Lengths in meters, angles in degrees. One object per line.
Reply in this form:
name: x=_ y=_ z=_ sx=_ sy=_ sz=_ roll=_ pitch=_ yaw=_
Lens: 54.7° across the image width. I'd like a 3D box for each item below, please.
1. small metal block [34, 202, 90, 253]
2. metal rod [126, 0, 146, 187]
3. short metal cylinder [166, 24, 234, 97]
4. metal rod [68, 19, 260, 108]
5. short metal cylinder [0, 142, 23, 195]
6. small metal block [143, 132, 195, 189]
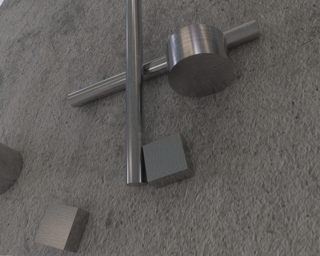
small metal block: x=-0.123 y=0.125 z=0.392 sx=0.050 sy=0.025 sz=0.050 roll=1 pitch=62 yaw=28
metal rod: x=-0.036 y=-0.068 z=0.436 sx=0.025 sy=0.025 sz=0.299 roll=-12 pitch=65 yaw=21
short metal cylinder: x=0.049 y=-0.083 z=0.394 sx=0.080 sy=0.080 sz=0.050 roll=-17 pitch=55 yaw=19
metal rod: x=-0.006 y=-0.090 z=0.461 sx=0.301 sy=0.025 sz=0.025 roll=-18 pitch=55 yaw=17
short metal cylinder: x=-0.268 y=0.062 z=0.491 sx=0.080 sy=0.050 sz=0.080 roll=-13 pitch=56 yaw=21
small metal block: x=0.010 y=0.040 z=0.375 sx=0.050 sy=0.025 sz=0.050 roll=-21 pitch=54 yaw=15
